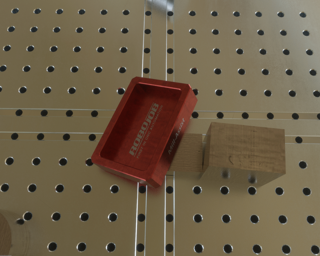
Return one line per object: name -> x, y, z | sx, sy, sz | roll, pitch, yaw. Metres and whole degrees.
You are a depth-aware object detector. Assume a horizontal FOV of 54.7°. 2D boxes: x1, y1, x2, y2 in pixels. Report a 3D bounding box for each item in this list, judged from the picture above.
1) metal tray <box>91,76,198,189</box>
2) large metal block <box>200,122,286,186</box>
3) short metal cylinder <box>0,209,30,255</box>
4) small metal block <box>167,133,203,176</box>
metal tray -> -0.018, 0.000, 0.390 | 0.090, 0.030, 0.130 | 14, 69, 30
large metal block -> 0.094, 0.034, 0.371 | 0.080, 0.080, 0.050 | 6, 70, 2
short metal cylinder -> -0.197, 0.131, 0.349 | 0.081, 0.050, 0.080 | 0, 70, 0
small metal block -> 0.028, 0.034, 0.399 | 0.050, 0.025, 0.050 | 2, 70, 0
